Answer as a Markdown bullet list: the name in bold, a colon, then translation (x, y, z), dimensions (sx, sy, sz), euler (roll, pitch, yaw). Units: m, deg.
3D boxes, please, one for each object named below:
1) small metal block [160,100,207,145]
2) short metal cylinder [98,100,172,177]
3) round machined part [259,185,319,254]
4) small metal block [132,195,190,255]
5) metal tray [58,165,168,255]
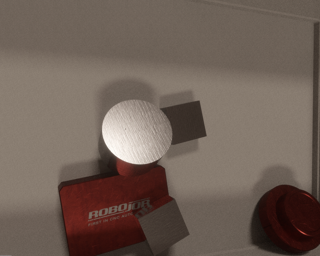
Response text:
- **small metal block**: translation (0.031, -0.008, 0.423), dimensions (0.050, 0.025, 0.050), euler (-14, 95, -20)
- **short metal cylinder**: translation (-0.031, 0.013, 0.371), dimensions (0.081, 0.050, 0.080), euler (7, 64, -13)
- **round machined part**: translation (0.200, 0.129, 0.455), dimensions (0.099, 0.042, 0.098), euler (11, 56, -16)
- **small metal block**: translation (0.001, 0.118, 0.380), dimensions (0.050, 0.025, 0.050), euler (-25, 99, -19)
- **metal tray**: translation (-0.053, 0.101, 0.389), dimensions (0.131, 0.030, 0.089), euler (-9, 93, -20)
